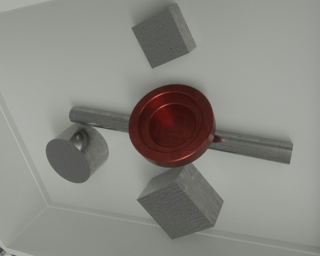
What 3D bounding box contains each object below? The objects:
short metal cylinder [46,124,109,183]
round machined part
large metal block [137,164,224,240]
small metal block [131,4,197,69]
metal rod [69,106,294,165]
[{"bbox_3d":[-0.128,0.039,0.482,0.080,0.050,0.079,13,124,20],"label":"short metal cylinder"},{"bbox_3d":[0.016,0.001,0.365,0.098,0.098,0.042,10,158,22],"label":"round machined part"},{"bbox_3d":[0.029,0.103,0.440,0.080,0.050,0.080,-34,100,38],"label":"large metal block"},{"bbox_3d":[0.005,-0.100,0.343,0.050,0.025,0.050,-16,110,34],"label":"small metal block"},{"bbox_3d":[0.011,0.005,0.404,0.301,0.025,0.025,10,123,22],"label":"metal rod"}]
